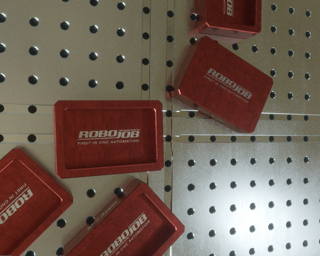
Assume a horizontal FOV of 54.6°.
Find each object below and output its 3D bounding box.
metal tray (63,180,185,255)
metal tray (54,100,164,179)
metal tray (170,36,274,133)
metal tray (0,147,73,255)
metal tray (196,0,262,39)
[{"bbox_3d":[-0.043,0.142,0.393,0.130,0.030,0.090,-43,104,-15],"label":"metal tray"},{"bbox_3d":[-0.062,0.011,0.386,0.131,0.030,0.090,-2,91,-20],"label":"metal tray"},{"bbox_3d":[0.091,-0.058,0.443,0.131,0.030,0.090,27,81,-18],"label":"metal tray"},{"bbox_3d":[-0.176,0.096,0.345,0.130,0.030,0.090,-45,104,-14],"label":"metal tray"},{"bbox_3d":[0.100,-0.201,0.445,0.091,0.030,0.129,1,90,-20],"label":"metal tray"}]
